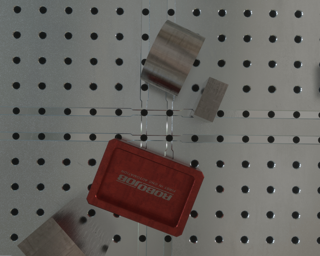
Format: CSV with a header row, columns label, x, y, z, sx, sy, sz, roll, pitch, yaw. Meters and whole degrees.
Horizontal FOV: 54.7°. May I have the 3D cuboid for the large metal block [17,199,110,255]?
label,x,y,z,sx,sy,sz,roll,pitch,yaw
large metal block,-0.114,0.145,0.385,0.050,0.080,0.080,-41,90,0

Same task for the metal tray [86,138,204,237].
label,x,y,z,sx,sy,sz,roll,pitch,yaw
metal tray,-0.019,0.077,0.410,0.131,0.030,0.090,21,90,0

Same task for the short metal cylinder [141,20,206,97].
label,x,y,z,sx,sy,sz,roll,pitch,yaw
short metal cylinder,0.016,-0.086,0.386,0.050,0.080,0.080,26,90,0

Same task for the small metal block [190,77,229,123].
label,x,y,z,sx,sy,sz,roll,pitch,yaw
small metal block,0.062,-0.035,0.401,0.025,0.050,0.050,23,90,0
